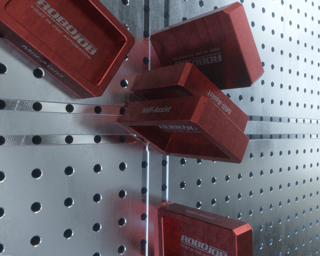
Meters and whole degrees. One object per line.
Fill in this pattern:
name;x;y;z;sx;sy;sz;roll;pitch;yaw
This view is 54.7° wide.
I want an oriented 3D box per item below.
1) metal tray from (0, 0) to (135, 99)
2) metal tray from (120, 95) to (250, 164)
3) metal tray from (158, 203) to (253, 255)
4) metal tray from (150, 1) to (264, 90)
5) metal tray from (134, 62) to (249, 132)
metal tray;-0.097;-0.103;0.325;0.130;0.030;0.090;41;65;-33
metal tray;0.025;0.003;0.364;0.090;0.130;0.030;38;67;-34
metal tray;0.051;0.152;0.386;0.030;0.130;0.089;-4;93;-40
metal tray;0.054;-0.092;0.388;0.030;0.130;0.090;-40;115;-33
metal tray;0.042;-0.030;0.404;0.130;0.090;0.030;34;69;-35
